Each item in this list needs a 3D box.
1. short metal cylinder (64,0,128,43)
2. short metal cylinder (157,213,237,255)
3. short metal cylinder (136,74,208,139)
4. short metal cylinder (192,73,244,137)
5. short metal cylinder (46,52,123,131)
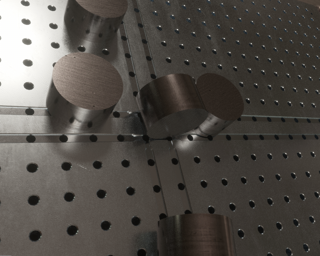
[{"bbox_3d":[-0.093,-0.171,0.447,0.081,0.050,0.080,14,56,-21],"label":"short metal cylinder"},{"bbox_3d":[0.037,0.124,0.319,0.081,0.080,0.050,12,57,-22],"label":"short metal cylinder"},{"bbox_3d":[0.015,-0.026,0.398,0.081,0.080,0.050,-5,65,-31],"label":"short metal cylinder"},{"bbox_3d":[0.075,-0.033,0.455,0.081,0.050,0.080,14,56,-21],"label":"short metal cylinder"},{"bbox_3d":[-0.090,-0.043,0.371,0.081,0.050,0.080,14,56,-21],"label":"short metal cylinder"}]
